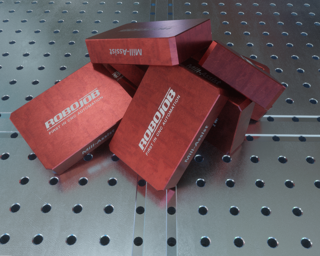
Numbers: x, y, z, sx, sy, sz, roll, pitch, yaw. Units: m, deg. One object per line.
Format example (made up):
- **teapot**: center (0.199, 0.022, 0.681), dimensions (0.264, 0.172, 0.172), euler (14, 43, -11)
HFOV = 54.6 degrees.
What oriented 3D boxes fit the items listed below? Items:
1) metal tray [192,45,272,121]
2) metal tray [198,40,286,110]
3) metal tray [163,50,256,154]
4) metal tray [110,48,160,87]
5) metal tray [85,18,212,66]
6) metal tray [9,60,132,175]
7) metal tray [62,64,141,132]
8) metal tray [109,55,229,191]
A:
- **metal tray**: center (0.091, -0.072, 0.437), dimensions (0.131, 0.030, 0.090), euler (21, 50, -9)
- **metal tray**: center (0.098, -0.071, 0.383), dimensions (0.090, 0.030, 0.130), euler (34, 20, 1)
- **metal tray**: center (0.051, -0.034, 0.396), dimensions (0.130, 0.090, 0.030), euler (37, 60, 27)
- **metal tray**: center (-0.005, -0.109, 0.472), dimensions (0.131, 0.030, 0.090), euler (-26, 56, -38)
- **metal tray**: center (-0.014, -0.106, 0.379), dimensions (0.130, 0.030, 0.090), euler (10, 33, 34)
- **metal tray**: center (-0.104, -0.016, 0.388), dimensions (0.130, 0.030, 0.090), euler (-38, 75, -14)
- **metal tray**: center (-0.081, -0.048, 0.443), dimensions (0.090, 0.030, 0.131), euler (32, 57, 24)
- **metal tray**: center (0.006, -0.006, 0.353), dimensions (0.090, 0.129, 0.030), euler (36, 17, 25)
